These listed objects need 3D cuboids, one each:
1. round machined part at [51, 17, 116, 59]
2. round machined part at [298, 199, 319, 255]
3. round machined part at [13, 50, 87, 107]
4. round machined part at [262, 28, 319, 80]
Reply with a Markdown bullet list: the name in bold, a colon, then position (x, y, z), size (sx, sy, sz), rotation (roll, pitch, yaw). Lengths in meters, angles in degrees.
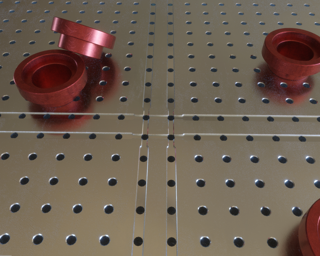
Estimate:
- **round machined part**: position (-0.123, -0.139, 0.492), size (0.098, 0.042, 0.098), rotation (17, 11, -3)
- **round machined part**: position (0.185, 0.117, 0.300), size (0.099, 0.042, 0.098), rotation (0, 50, 0)
- **round machined part**: position (-0.156, -0.069, 0.454), size (0.099, 0.042, 0.098), rotation (0, 50, 0)
- **round machined part**: position (0.212, -0.114, 0.494), size (0.099, 0.042, 0.098), rotation (0, 50, 0)
